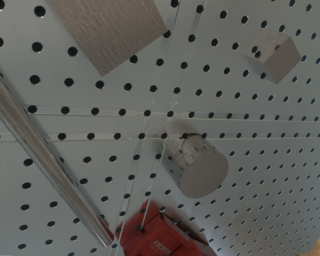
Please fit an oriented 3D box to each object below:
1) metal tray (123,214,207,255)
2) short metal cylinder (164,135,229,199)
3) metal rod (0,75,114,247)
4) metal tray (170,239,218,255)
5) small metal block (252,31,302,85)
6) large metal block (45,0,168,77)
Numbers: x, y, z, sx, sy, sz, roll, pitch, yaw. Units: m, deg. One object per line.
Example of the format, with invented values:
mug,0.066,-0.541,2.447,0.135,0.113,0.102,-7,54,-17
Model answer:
metal tray,0.013,0.216,0.526,0.090,0.030,0.130,-43,114,1
short metal cylinder,0.053,0.057,0.459,0.081,0.050,0.079,-14,124,-21
metal rod,-0.124,0.059,0.380,0.025,0.025,0.299,-29,128,-10
metal tray,0.053,0.254,0.573,0.090,0.030,0.130,-42,144,1
small metal block,0.167,-0.099,0.441,0.050,0.025,0.050,-47,129,4
large metal block,-0.052,-0.111,0.298,0.080,0.050,0.080,-37,129,-4
